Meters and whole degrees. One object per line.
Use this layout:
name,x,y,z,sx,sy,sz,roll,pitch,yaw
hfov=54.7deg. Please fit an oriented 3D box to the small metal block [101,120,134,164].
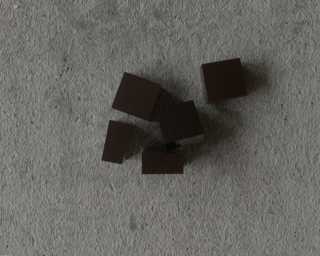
small metal block,-0.053,0.017,0.397,0.025,0.050,0.050,11,90,0

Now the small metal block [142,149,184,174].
small metal block,0.003,0.042,0.397,0.050,0.050,0.025,0,92,0

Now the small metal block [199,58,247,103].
small metal block,0.082,-0.062,0.410,0.050,0.025,0.050,-10,90,0

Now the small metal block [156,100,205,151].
small metal block,0.026,-0.003,0.401,0.050,0.025,0.050,-15,65,-1

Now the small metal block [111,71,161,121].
small metal block,-0.030,-0.041,0.410,0.050,0.025,0.050,20,90,0
